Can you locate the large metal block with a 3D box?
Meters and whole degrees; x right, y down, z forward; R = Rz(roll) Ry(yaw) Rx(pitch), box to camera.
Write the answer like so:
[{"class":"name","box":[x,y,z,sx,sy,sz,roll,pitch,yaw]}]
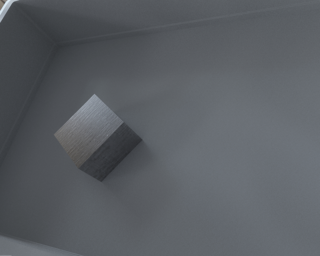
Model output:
[{"class":"large metal block","box":[-0.086,0.013,0.428,0.080,0.050,0.080,-46,51,-4]}]
